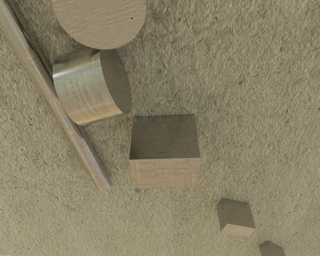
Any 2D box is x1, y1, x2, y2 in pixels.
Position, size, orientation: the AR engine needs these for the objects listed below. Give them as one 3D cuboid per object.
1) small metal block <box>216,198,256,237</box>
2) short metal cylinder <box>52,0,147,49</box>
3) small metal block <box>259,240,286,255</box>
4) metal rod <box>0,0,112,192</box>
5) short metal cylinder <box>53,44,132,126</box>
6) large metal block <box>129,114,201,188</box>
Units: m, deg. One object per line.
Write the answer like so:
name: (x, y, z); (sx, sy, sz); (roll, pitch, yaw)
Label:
small metal block: (0.126, 0.149, 0.519); (0.050, 0.050, 0.025); (13, 129, -11)
short metal cylinder: (-0.052, -0.121, 0.287); (0.081, 0.050, 0.079); (0, 129, 0)
small metal block: (0.227, 0.259, 0.614); (0.050, 0.050, 0.025); (34, 122, -25)
metal rod: (-0.123, -0.021, 0.387); (0.025, 0.025, 0.299); (-11, 130, 9)
short metal cylinder: (-0.069, -0.047, 0.331); (0.050, 0.080, 0.080); (-15, 129, 12)
large metal block: (0.006, 0.028, 0.395); (0.080, 0.080, 0.050); (-2, 130, 1)
